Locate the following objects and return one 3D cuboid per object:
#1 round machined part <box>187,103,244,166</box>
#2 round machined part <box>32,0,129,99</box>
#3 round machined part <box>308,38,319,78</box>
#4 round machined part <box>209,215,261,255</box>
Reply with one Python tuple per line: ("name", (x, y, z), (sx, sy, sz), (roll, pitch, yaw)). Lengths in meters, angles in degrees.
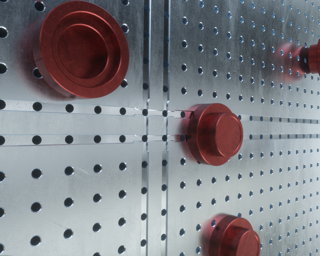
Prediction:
("round machined part", (0.091, 0.010, 0.478), (0.099, 0.042, 0.097), (0, 90, -40))
("round machined part", (-0.085, -0.079, 0.328), (0.099, 0.042, 0.097), (0, 90, -40))
("round machined part", (0.369, -0.159, 0.705), (0.099, 0.042, 0.097), (-2, 93, -50))
("round machined part", (0.129, 0.198, 0.510), (0.099, 0.042, 0.097), (0, 90, -40))
